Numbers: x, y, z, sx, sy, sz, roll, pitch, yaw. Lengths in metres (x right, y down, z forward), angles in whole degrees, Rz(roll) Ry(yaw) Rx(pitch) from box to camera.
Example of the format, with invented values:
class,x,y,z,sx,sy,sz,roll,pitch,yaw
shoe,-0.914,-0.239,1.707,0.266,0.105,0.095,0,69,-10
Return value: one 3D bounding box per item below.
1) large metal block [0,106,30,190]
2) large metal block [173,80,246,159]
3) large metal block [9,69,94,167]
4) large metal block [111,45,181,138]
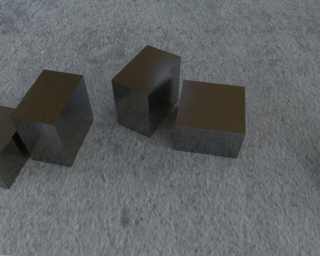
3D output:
class,x,y,z,sx,sy,sz,roll,pitch,yaw
large metal block,-0.204,0.018,0.369,0.080,0.050,0.080,11,51,8
large metal block,0.064,-0.013,0.398,0.080,0.050,0.080,8,50,6
large metal block,-0.124,-0.011,0.375,0.050,0.080,0.080,10,51,8
large metal block,-0.015,-0.048,0.408,0.050,0.080,0.080,24,54,18
